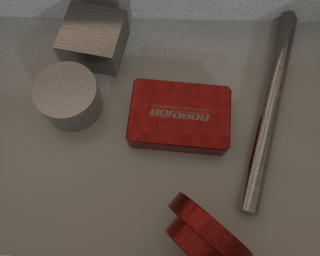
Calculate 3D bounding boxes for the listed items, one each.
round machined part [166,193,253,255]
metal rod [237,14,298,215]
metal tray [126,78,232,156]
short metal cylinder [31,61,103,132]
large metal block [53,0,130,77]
[{"bbox_3d":[0.045,0.116,0.330,0.098,0.098,0.042,39,81,13],"label":"round machined part"},{"bbox_3d":[0.151,-0.032,0.423,0.025,0.025,0.299,17,71,5],"label":"metal rod"},{"bbox_3d":[0.026,-0.015,0.413,0.131,0.030,0.090,5,70,1],"label":"metal tray"},{"bbox_3d":[-0.120,-0.041,0.410,0.081,0.050,0.080,0,70,0],"label":"short metal cylinder"},{"bbox_3d":[-0.094,-0.127,0.441,0.080,0.050,0.080,11,70,3],"label":"large metal block"}]
